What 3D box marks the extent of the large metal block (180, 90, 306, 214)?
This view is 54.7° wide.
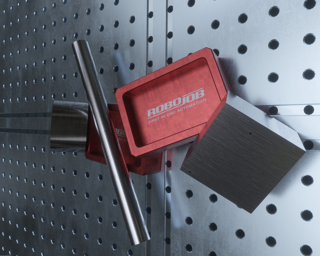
[{"bbox_3d":[0.078,0.022,0.305,0.080,0.050,0.080,32,114,2],"label":"large metal block"}]

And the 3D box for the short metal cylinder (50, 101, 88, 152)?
[{"bbox_3d":[-0.142,-0.002,0.487,0.080,0.050,0.080,-176,89,-75],"label":"short metal cylinder"}]

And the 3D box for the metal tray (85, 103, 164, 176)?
[{"bbox_3d":[-0.055,0.011,0.451,0.130,0.030,0.089,9,96,39],"label":"metal tray"}]

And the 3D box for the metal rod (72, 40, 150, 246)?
[{"bbox_3d":[-0.073,0.009,0.430,0.025,0.025,0.299,-31,71,35],"label":"metal rod"}]

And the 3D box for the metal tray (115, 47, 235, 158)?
[{"bbox_3d":[0.017,-0.026,0.367,0.130,0.030,0.090,-22,76,20],"label":"metal tray"}]
